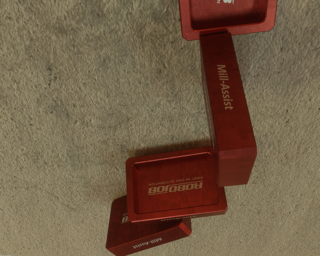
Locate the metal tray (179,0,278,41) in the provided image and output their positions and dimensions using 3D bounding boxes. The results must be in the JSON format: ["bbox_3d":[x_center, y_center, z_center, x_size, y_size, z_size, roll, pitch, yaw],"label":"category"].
[{"bbox_3d":[0.059,-0.149,0.277,0.090,0.030,0.129,-6,130,5],"label":"metal tray"}]

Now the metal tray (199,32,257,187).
[{"bbox_3d":[0.064,-0.017,0.308,0.030,0.130,0.090,-7,152,6],"label":"metal tray"}]

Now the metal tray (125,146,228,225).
[{"bbox_3d":[0.021,0.079,0.429,0.131,0.090,0.030,-9,154,7],"label":"metal tray"}]

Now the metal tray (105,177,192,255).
[{"bbox_3d":[-0.018,0.137,0.480,0.130,0.090,0.030,-24,126,19],"label":"metal tray"}]
